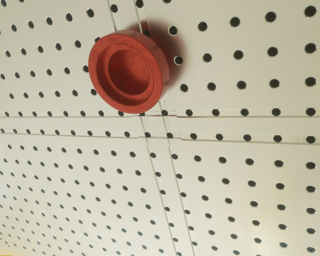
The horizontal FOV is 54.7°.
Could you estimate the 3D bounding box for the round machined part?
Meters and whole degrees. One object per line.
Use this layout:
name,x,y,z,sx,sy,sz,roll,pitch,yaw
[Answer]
round machined part,-0.033,-0.070,0.373,0.098,0.042,0.097,13,124,20
